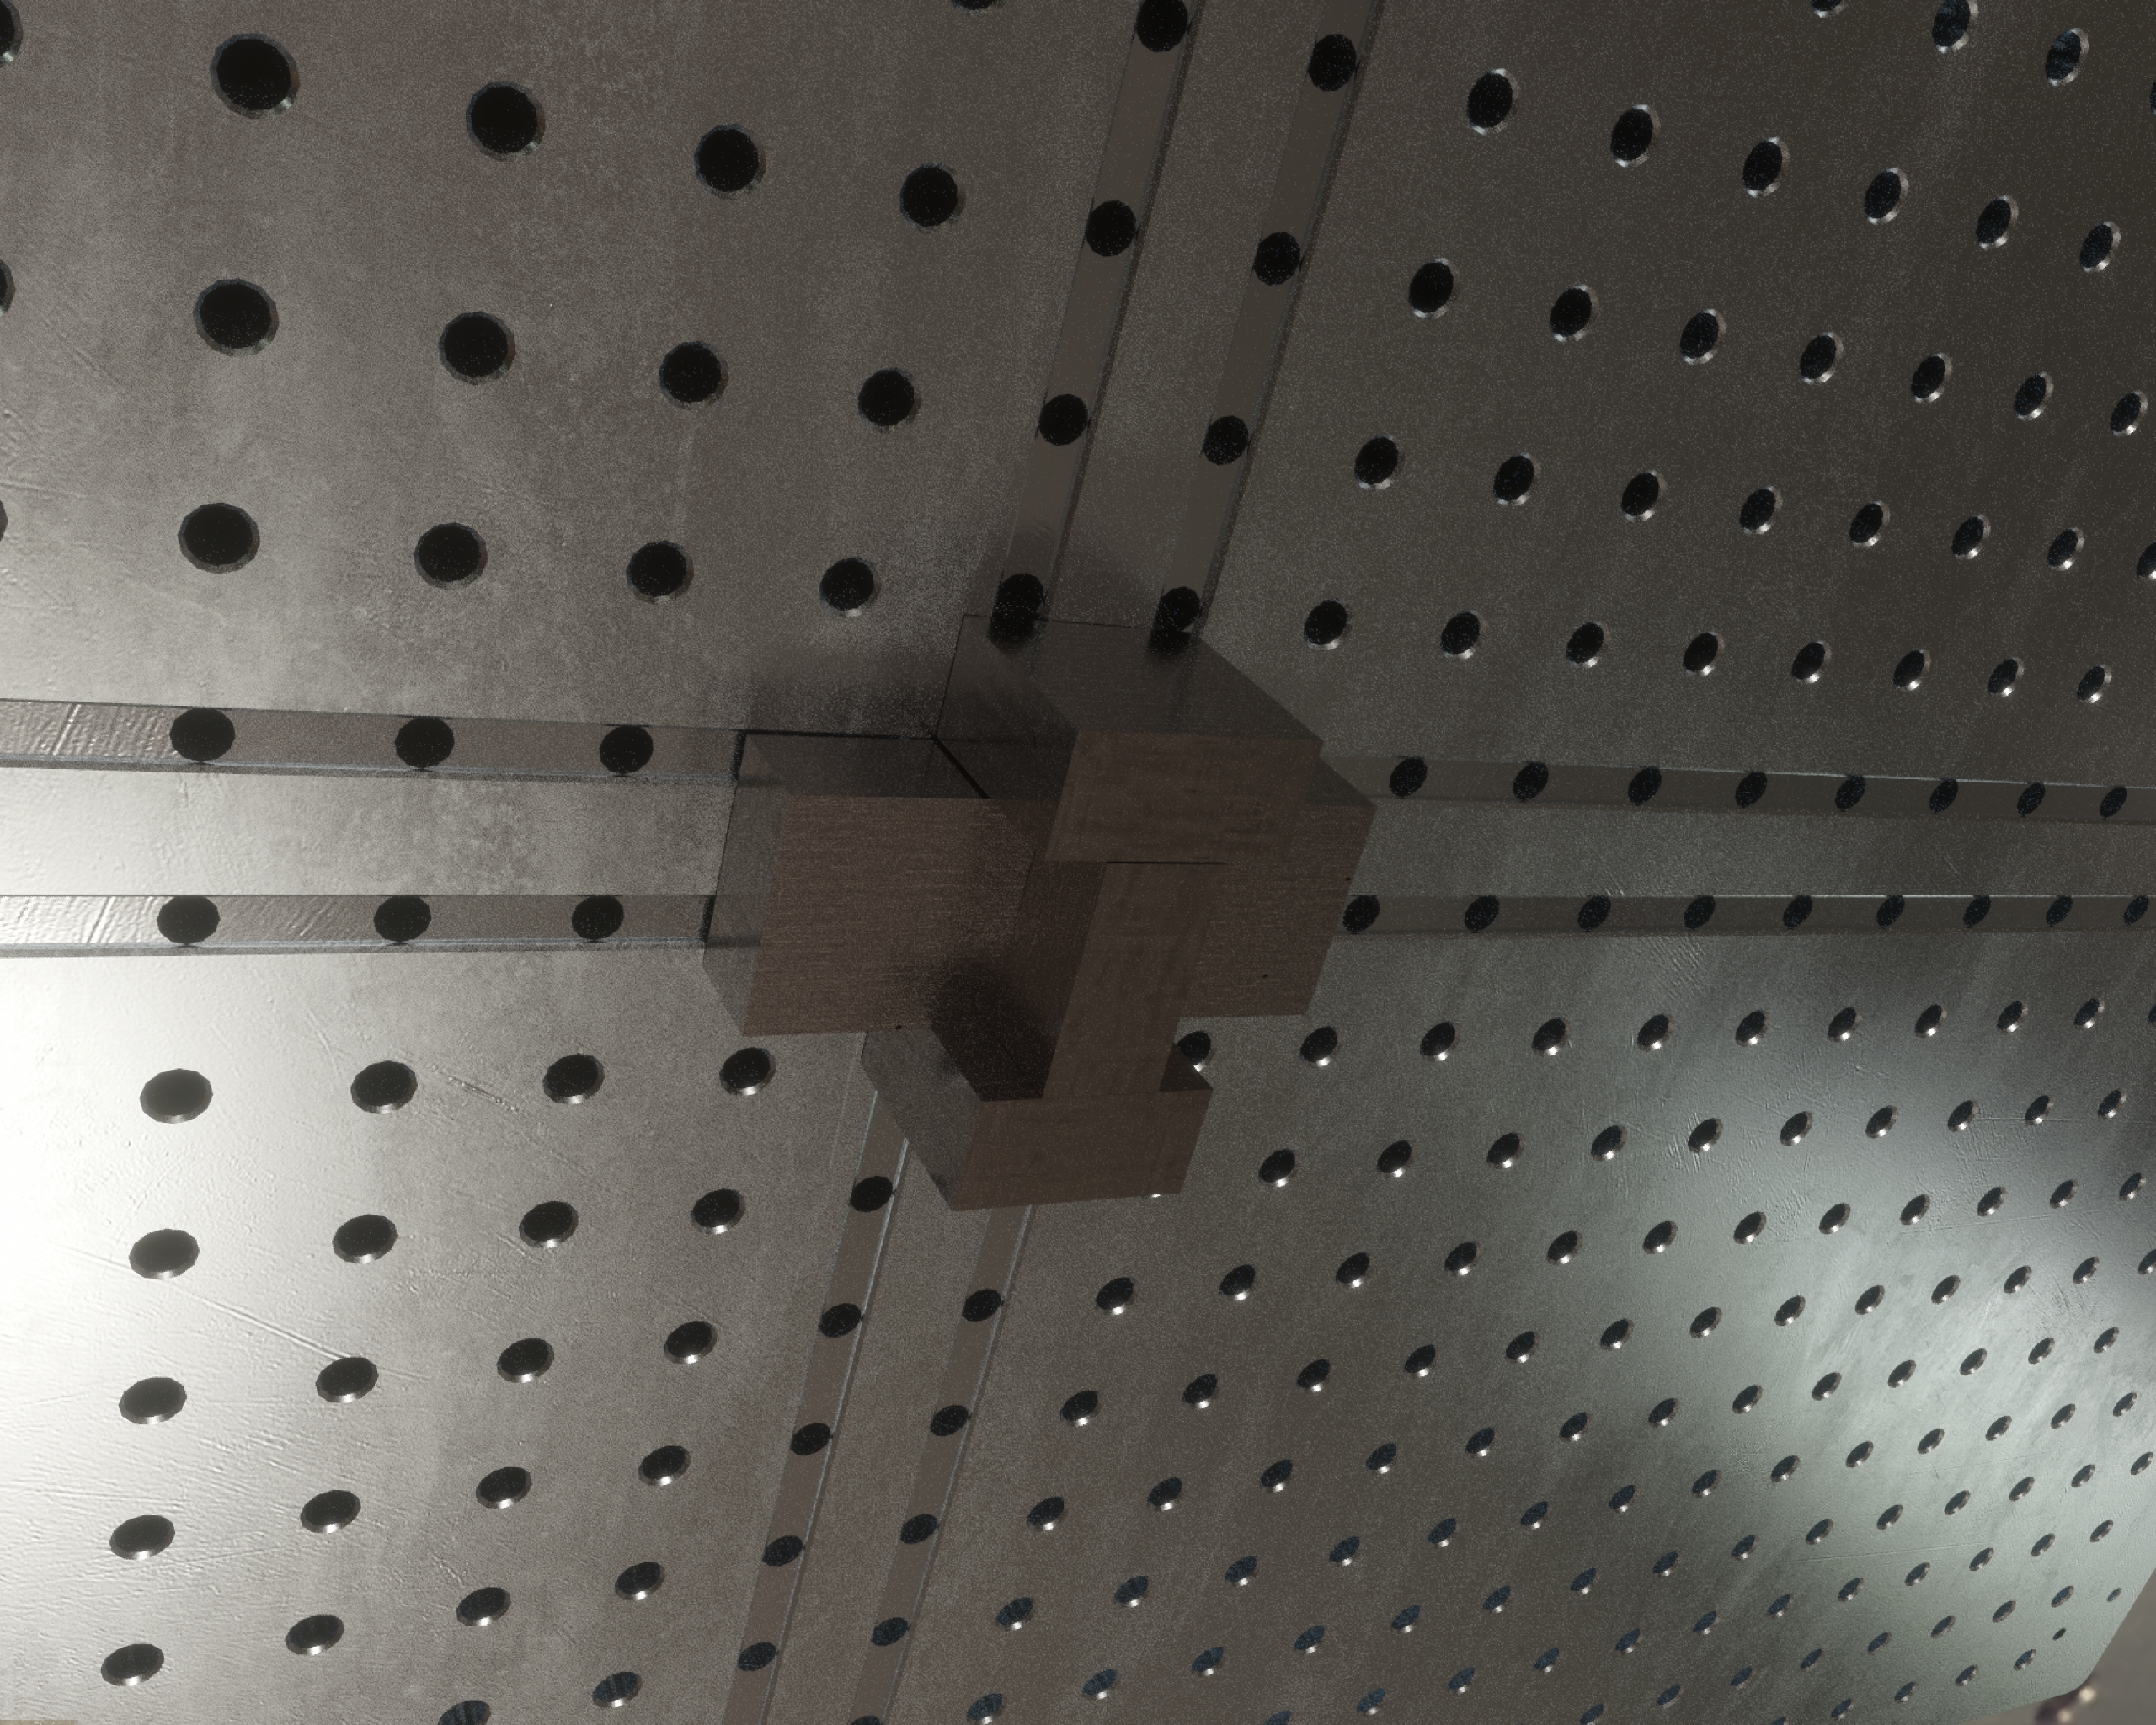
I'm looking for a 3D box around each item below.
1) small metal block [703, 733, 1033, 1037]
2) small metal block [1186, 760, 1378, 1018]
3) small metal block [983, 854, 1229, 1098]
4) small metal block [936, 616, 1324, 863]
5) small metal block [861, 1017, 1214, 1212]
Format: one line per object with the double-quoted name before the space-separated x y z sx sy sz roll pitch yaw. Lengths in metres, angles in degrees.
"small metal block" -0.039 0.004 0.393 0.050 0.025 0.050 0 118 -29
"small metal block" 0.027 0.004 0.430 0.050 0.025 0.050 1 118 -29
"small metal block" 0.000 0.010 0.402 0.025 0.050 0.050 1 118 -29
"small metal block" 0.009 -0.023 0.387 0.050 0.050 0.025 1 118 -29
"small metal block" -0.009 0.043 0.418 0.050 0.050 0.025 1 118 -29
